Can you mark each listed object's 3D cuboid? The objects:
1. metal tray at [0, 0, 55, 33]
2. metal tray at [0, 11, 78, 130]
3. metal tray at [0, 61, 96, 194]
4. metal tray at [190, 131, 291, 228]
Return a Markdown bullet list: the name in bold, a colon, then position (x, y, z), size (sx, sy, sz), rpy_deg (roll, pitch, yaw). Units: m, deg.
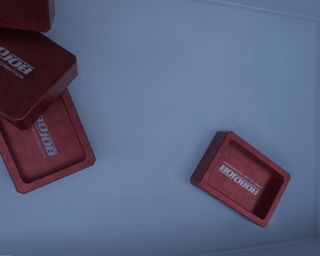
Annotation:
- **metal tray**: position (-0.166, -0.139, 0.275), size (0.131, 0.089, 0.030), rpy_deg (5, 49, -11)
- **metal tray**: position (-0.164, -0.069, 0.318), size (0.130, 0.030, 0.090), rpy_deg (34, 67, 1)
- **metal tray**: position (-0.140, -0.002, 0.355), size (0.091, 0.030, 0.129), rpy_deg (-23, 98, -19)
- **metal tray**: position (0.119, 0.074, 0.451), size (0.130, 0.030, 0.090), rpy_deg (34, 79, -17)
